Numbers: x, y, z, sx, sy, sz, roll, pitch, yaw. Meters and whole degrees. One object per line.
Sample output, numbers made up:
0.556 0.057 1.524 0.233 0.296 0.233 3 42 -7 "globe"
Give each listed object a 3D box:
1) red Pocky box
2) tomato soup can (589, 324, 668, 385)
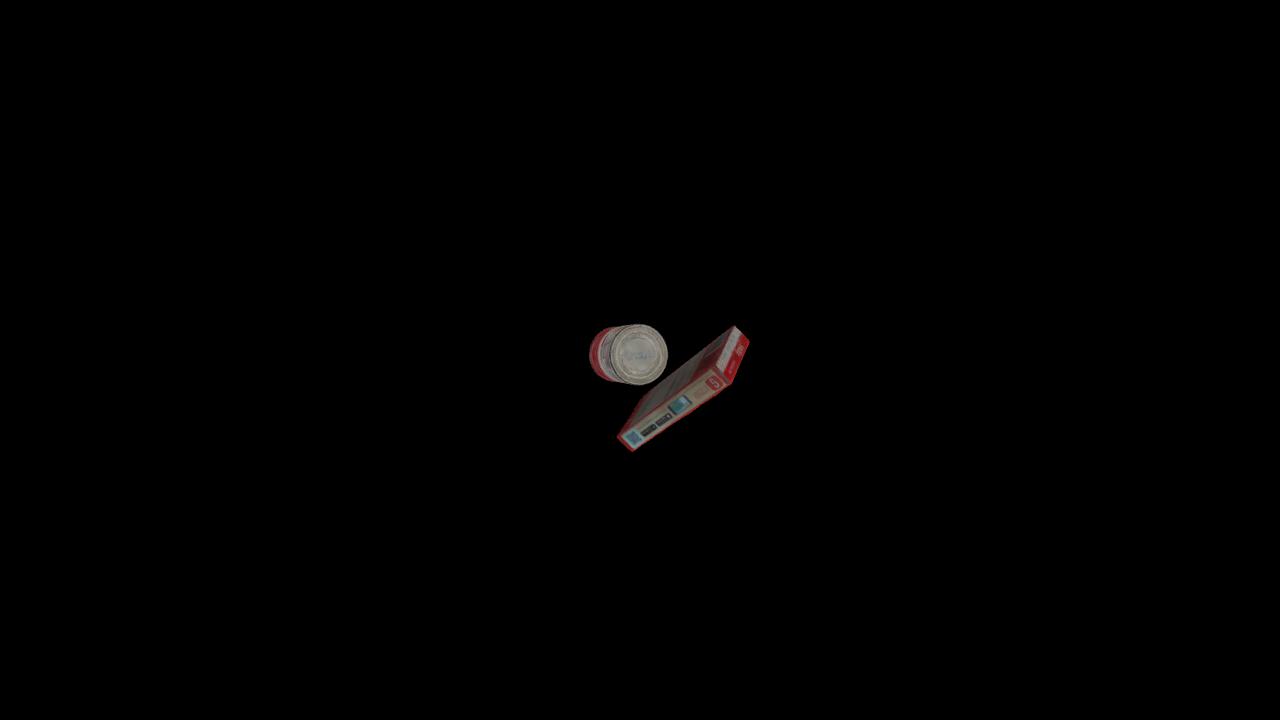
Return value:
0.044 0.031 0.635 0.155 0.028 0.083 -40 10 38 "red Pocky box"
-0.015 -0.007 0.696 0.068 0.068 0.101 0 0 -17 "tomato soup can"
